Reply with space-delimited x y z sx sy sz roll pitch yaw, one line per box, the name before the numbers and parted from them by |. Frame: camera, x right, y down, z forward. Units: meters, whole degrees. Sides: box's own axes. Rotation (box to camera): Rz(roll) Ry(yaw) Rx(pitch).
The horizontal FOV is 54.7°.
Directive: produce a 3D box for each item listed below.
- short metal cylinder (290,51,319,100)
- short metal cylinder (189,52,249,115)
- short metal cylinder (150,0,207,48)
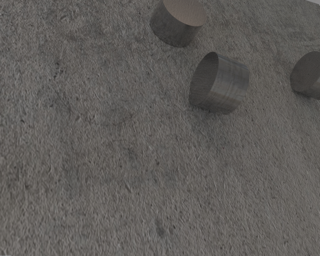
short metal cylinder | 0.297 -0.099 0.588 0.050 0.080 0.080 19 55 -18
short metal cylinder | 0.085 -0.065 0.453 0.050 0.080 0.080 17 55 -19
short metal cylinder | 0.030 -0.181 0.514 0.081 0.050 0.080 14 56 -21
